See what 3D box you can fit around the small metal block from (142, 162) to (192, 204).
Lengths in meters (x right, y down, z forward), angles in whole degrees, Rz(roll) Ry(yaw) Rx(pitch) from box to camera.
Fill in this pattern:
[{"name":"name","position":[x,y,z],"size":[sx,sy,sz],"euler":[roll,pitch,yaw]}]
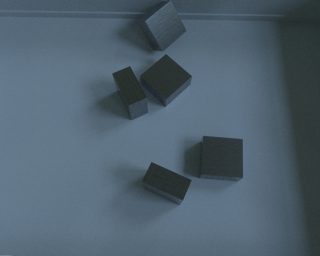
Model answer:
[{"name":"small metal block","position":[0.008,0.068,0.372],"size":[0.050,0.050,0.025],"euler":[23,72,8]}]

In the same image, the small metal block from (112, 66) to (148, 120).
[{"name":"small metal block","position":[-0.039,-0.045,0.412],"size":[0.025,0.050,0.050],"euler":[-25,72,-9]}]

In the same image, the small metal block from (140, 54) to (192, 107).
[{"name":"small metal block","position":[0.008,-0.067,0.434],"size":[0.050,0.025,0.050],"euler":[-43,76,-14]}]

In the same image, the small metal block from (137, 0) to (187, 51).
[{"name":"small metal block","position":[0.003,-0.147,0.448],"size":[0.050,0.050,0.025],"euler":[-44,33,-14]}]

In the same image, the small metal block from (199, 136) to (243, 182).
[{"name":"small metal block","position":[0.078,0.039,0.396],"size":[0.050,0.025,0.050],"euler":[5,70,1]}]
